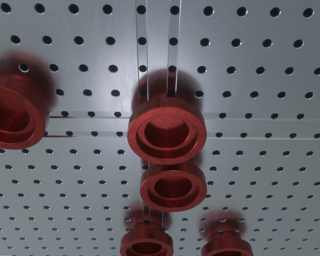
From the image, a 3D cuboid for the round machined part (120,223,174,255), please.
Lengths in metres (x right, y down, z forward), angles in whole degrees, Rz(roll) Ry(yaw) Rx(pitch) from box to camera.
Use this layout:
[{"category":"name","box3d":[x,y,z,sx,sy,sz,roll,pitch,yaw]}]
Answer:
[{"category":"round machined part","box3d":[-0.024,0.215,0.583,0.099,0.042,0.097,0,130,0]}]

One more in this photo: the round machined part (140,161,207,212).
[{"category":"round machined part","box3d":[0.020,0.082,0.470,0.099,0.042,0.097,0,130,0]}]

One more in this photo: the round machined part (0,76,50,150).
[{"category":"round machined part","box3d":[-0.186,-0.022,0.380,0.099,0.042,0.097,0,130,0]}]

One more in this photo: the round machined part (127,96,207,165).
[{"category":"round machined part","box3d":[0.009,-0.001,0.400,0.099,0.042,0.097,0,130,0]}]

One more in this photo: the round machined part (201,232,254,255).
[{"category":"round machined part","box3d":[0.129,0.239,0.604,0.099,0.042,0.097,0,130,0]}]
